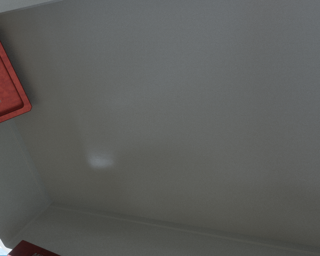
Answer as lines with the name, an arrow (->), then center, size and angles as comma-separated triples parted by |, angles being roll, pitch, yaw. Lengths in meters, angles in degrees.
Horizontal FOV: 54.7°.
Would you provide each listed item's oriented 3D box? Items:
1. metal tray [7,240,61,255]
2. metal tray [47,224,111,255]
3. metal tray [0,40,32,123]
metal tray -> -0.170, 0.236, 0.486 | 0.130, 0.030, 0.089 | 11, 123, 22
metal tray -> -0.156, 0.225, 0.523 | 0.090, 0.131, 0.030 | 1, 120, 27
metal tray -> -0.261, -0.070, 0.457 | 0.030, 0.091, 0.129 | 25, 137, 57
